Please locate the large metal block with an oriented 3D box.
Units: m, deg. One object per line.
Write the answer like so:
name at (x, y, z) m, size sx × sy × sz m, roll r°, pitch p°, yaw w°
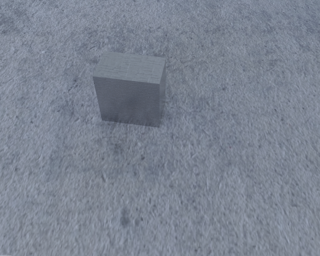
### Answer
large metal block at (-0.036, -0.050, 0.409) m, size 0.080 × 0.080 × 0.050 m, roll 7°, pitch 51°, yaw 6°
